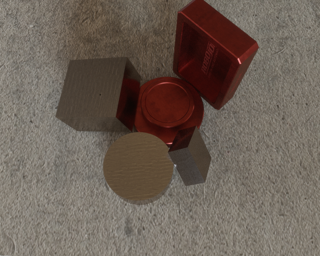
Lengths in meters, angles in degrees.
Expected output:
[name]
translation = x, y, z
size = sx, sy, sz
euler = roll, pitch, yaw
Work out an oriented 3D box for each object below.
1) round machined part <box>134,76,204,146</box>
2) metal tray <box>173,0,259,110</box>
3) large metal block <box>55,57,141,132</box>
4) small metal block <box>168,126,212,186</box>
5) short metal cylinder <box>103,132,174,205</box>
[round machined part]
translation = 0.009, -0.026, 0.411
size = 0.099, 0.042, 0.098
euler = 0, 70, -1
[metal tray]
translation = 0.060, -0.084, 0.384
size = 0.030, 0.130, 0.090
euler = -43, 76, -14
[large metal block]
translation = -0.076, -0.041, 0.397
size = 0.080, 0.050, 0.080
euler = 1, 69, 18
[small metal block]
translation = 0.037, 0.033, 0.373
size = 0.025, 0.050, 0.050
euler = -17, 112, 26
[short metal cylinder]
translation = -0.025, 0.051, 0.378
size = 0.081, 0.050, 0.080
euler = 0, 70, 0
